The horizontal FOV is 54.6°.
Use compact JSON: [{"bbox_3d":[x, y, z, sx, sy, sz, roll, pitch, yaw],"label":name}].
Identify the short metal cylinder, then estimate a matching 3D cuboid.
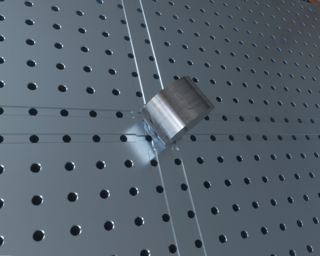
[{"bbox_3d":[0.022,-0.021,0.396,0.081,0.080,0.050,-32,79,-38],"label":"short metal cylinder"}]
